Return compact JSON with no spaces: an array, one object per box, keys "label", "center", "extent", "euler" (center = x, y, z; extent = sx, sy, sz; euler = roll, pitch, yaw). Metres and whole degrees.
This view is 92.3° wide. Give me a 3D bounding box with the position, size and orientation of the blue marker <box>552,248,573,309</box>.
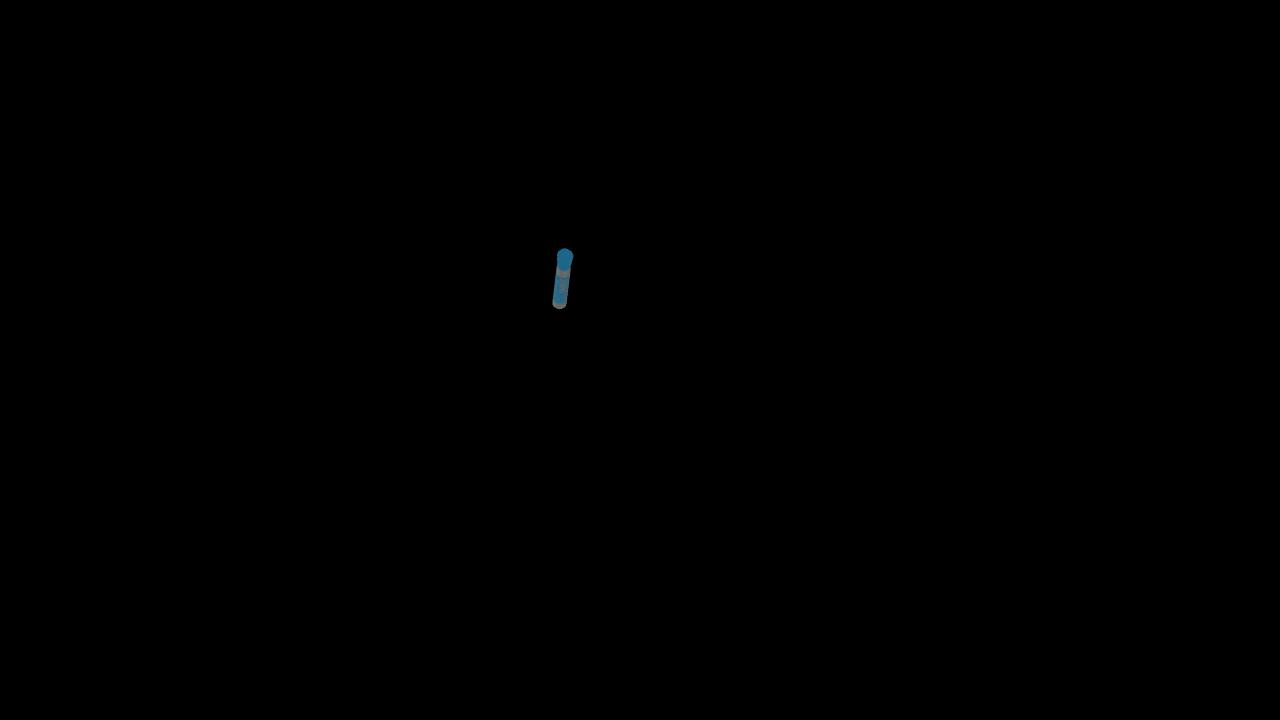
[{"label":"blue marker","center":[-0.096,-0.099,0.757],"extent":[0.020,0.020,0.121],"euler":[0,-24,-11]}]
